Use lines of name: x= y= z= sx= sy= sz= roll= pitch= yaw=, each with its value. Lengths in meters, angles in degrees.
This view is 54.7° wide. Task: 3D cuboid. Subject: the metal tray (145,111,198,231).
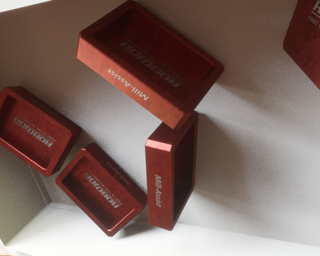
metal tray: x=0.017 y=0.051 z=0.387 sx=0.030 sy=0.090 sz=0.129 roll=12 pitch=124 yaw=21

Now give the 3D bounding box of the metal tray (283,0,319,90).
metal tray: x=0.140 y=-0.071 z=0.220 sx=0.030 sy=0.130 sz=0.089 roll=1 pitch=129 yaw=-7

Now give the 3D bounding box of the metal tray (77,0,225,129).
metal tray: x=-0.008 y=-0.070 z=0.323 sx=0.130 sy=0.090 sz=0.030 roll=37 pitch=144 yaw=3

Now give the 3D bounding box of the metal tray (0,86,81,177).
metal tray: x=-0.202 y=0.004 z=0.490 sx=0.130 sy=0.030 sz=0.090 roll=34 pitch=105 yaw=5

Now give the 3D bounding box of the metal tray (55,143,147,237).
metal tray: x=-0.093 y=0.099 z=0.493 sx=0.130 sy=0.030 sz=0.090 roll=45 pitch=114 yaw=2
